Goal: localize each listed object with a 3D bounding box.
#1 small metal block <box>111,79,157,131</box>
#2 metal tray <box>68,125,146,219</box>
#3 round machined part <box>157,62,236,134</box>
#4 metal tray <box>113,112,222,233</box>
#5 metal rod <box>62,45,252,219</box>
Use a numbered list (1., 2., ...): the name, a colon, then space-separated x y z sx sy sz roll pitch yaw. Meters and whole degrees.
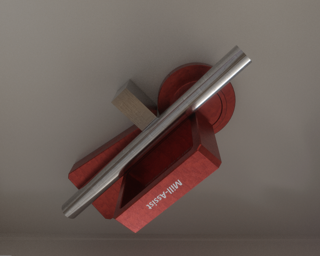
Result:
1. small metal block: -0.030 -0.030 0.385 0.025 0.050 0.050 -43 105 14
2. metal tray: -0.047 0.059 0.428 0.130 0.030 0.090 -33 107 11
3. round machined part: 0.046 -0.031 0.390 0.099 0.042 0.097 0 110 -1
4. metal tray: 0.006 0.047 0.352 0.030 0.090 0.130 41 111 -17
5. metal rod: -0.016 0.016 0.374 0.299 0.025 0.025 -42 105 18
